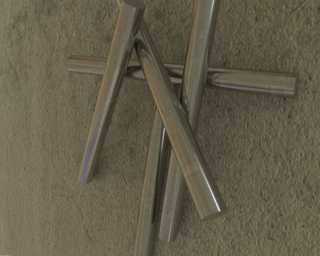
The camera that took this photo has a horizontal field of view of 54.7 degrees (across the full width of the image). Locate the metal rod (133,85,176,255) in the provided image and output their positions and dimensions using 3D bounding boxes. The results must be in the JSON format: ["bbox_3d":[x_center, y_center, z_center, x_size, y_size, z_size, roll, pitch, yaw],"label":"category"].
[{"bbox_3d":[-0.009,0.066,0.412,0.025,0.025,0.298,13,98,39],"label":"metal rod"}]

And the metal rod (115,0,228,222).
[{"bbox_3d":[0.000,-0.048,0.335,0.025,0.025,0.299,-41,56,32],"label":"metal rod"}]

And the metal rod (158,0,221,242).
[{"bbox_3d":[0.029,0.000,0.343,0.025,0.025,0.298,25,117,37],"label":"metal rod"}]

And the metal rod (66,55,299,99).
[{"bbox_3d":[0.003,-0.066,0.371,0.300,0.025,0.025,11,98,29],"label":"metal rod"}]

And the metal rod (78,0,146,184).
[{"bbox_3d":[-0.074,-0.024,0.413,0.025,0.025,0.298,50,136,28],"label":"metal rod"}]
